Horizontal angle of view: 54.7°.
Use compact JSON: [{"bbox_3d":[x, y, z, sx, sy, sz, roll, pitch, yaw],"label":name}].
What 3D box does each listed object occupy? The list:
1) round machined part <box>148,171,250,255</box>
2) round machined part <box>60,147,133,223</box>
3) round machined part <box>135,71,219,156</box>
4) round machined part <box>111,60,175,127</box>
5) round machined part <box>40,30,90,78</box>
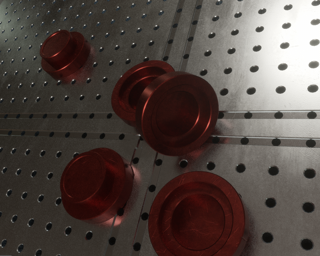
[{"bbox_3d":[0.041,0.097,0.315,0.098,0.042,0.098,-13,56,20],"label":"round machined part"},{"bbox_3d":[-0.088,0.069,0.400,0.098,0.042,0.098,-13,56,20],"label":"round machined part"},{"bbox_3d":[0.017,-0.019,0.367,0.098,0.098,0.042,-45,32,-4],"label":"round machined part"},{"bbox_3d":[-0.015,-0.043,0.430,0.098,0.042,0.098,-13,56,20],"label":"round machined part"},{"bbox_3d":[-0.184,-0.145,0.580,0.098,0.042,0.098,-13,56,20],"label":"round machined part"}]
